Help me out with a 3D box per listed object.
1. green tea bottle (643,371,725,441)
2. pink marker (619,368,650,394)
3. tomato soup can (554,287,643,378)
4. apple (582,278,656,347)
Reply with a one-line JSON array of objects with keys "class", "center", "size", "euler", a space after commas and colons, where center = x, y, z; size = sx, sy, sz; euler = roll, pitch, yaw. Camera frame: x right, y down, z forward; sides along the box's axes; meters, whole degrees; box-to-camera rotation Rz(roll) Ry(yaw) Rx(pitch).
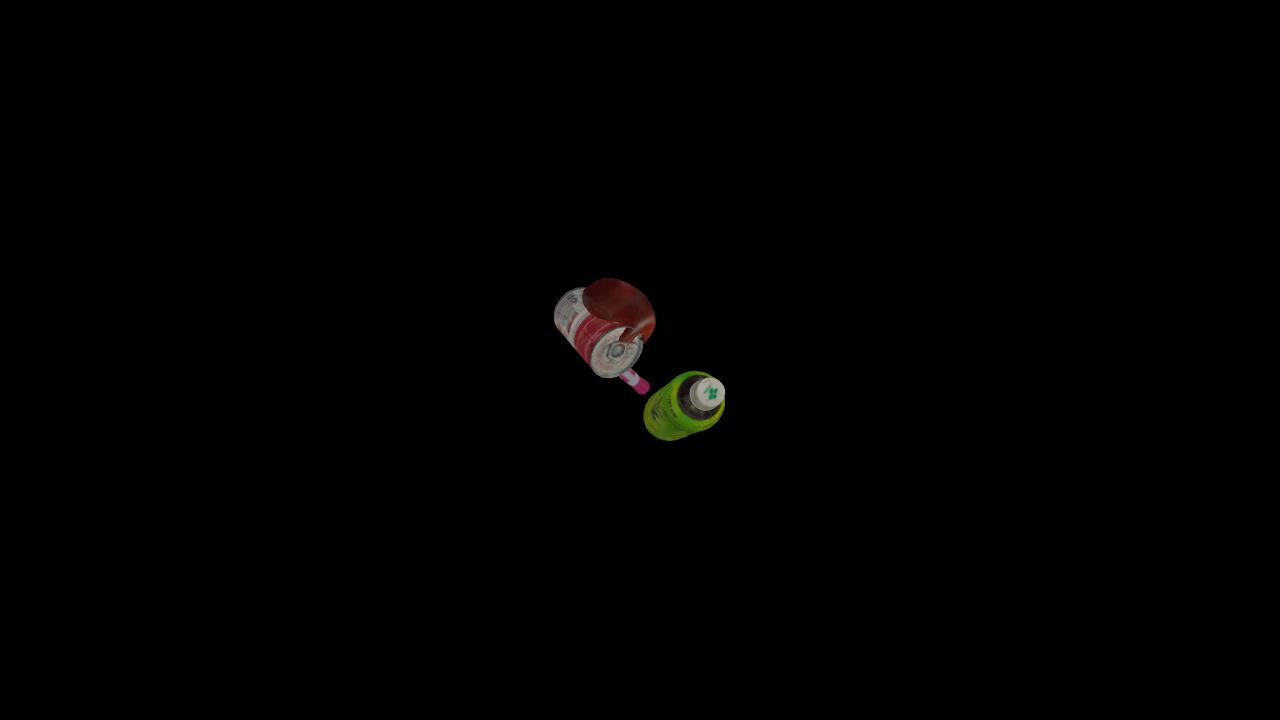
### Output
[{"class": "green tea bottle", "center": [0.054, 0.052, 0.721], "size": [0.073, 0.073, 0.212], "euler": [0, -14, -9]}, {"class": "pink marker", "center": [-0.023, 0.011, 0.730], "size": [0.020, 0.020, 0.121], "euler": [0, -27, 34]}, {"class": "tomato soup can", "center": [-0.051, -0.034, 0.717], "size": [0.068, 0.068, 0.101], "euler": [0, 32, -38]}, {"class": "apple", "center": [-0.025, -0.052, 0.710], "size": [0.093, 0.079, 0.079], "euler": [45, 19, 20]}]
